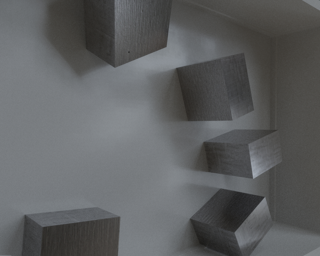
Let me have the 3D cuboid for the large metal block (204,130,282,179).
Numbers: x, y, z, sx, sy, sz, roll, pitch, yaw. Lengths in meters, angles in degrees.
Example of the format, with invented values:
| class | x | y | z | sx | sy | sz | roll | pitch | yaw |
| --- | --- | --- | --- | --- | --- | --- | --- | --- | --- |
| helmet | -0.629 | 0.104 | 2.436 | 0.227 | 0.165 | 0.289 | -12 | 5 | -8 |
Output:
| class | x | y | z | sx | sy | sz | roll | pitch | yaw |
| --- | --- | --- | --- | --- | --- | --- | --- | --- | --- |
| large metal block | 0.128 | 0.036 | 0.478 | 0.081 | 0.080 | 0.050 | -18 | 102 | -39 |

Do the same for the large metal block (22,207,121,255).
| class | x | y | z | sx | sy | sz | roll | pitch | yaw |
| --- | --- | --- | --- | --- | --- | --- | --- | --- | --- |
| large metal block | -0.091 | 0.129 | 0.315 | 0.081 | 0.050 | 0.080 | 6 | 87 | -40 |

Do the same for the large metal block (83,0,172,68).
| class | x | y | z | sx | sy | sz | roll | pitch | yaw |
| --- | --- | --- | --- | --- | --- | --- | --- | --- | --- |
| large metal block | -0.034 | -0.123 | 0.337 | 0.081 | 0.050 | 0.079 | -32 | 145 | -35 |

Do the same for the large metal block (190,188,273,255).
| class | x | y | z | sx | sy | sz | roll | pitch | yaw |
| --- | --- | --- | --- | --- | --- | --- | --- | --- | --- |
| large metal block | 0.107 | 0.139 | 0.460 | 0.081 | 0.080 | 0.050 | -33 | 111 | -35 |

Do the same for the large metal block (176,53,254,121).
| class | x | y | z | sx | sy | sz | roll | pitch | yaw |
| --- | --- | --- | --- | --- | --- | --- | --- | --- | --- |
| large metal block | 0.077 | -0.055 | 0.435 | 0.050 | 0.080 | 0.080 | -22 | 104 | -38 |
